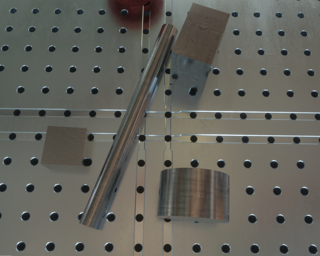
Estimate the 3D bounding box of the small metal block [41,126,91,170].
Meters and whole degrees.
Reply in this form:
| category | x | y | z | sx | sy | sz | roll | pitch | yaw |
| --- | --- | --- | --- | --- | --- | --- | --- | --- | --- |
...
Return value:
| category | x | y | z | sx | sy | sz | roll | pitch | yaw |
| --- | --- | --- | --- | --- | --- | --- | --- | --- | --- |
| small metal block | -0.120 | 0.026 | 0.401 | 0.050 | 0.025 | 0.050 | 3 | 70 | 0 |

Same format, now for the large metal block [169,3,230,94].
| category | x | y | z | sx | sy | sz | roll | pitch | yaw |
| --- | --- | --- | --- | --- | --- | --- | --- | --- | --- |
| large metal block | 0.052 | -0.105 | 0.422 | 0.050 | 0.080 | 0.080 | 20 | 71 | 7 |

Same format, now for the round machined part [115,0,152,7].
| category | x | y | z | sx | sy | sz | roll | pitch | yaw |
| --- | --- | --- | --- | --- | --- | --- | --- | --- | --- |
| round machined part | -0.041 | -0.232 | 0.487 | 0.099 | 0.042 | 0.098 | 0 | 70 | -1 |

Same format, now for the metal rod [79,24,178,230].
| category | x | y | z | sx | sy | sz | roll | pitch | yaw |
| --- | --- | --- | --- | --- | --- | --- | --- | --- | --- |
| metal rod | -0.035 | -0.016 | 0.416 | 0.025 | 0.025 | 0.300 | 18 | 71 | 6 |

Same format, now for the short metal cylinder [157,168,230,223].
| category | x | y | z | sx | sy | sz | roll | pitch | yaw |
| --- | --- | --- | --- | --- | --- | --- | --- | --- | --- |
| short metal cylinder | 0.038 | 0.079 | 0.354 | 0.081 | 0.080 | 0.050 | 4 | 70 | 1 |
